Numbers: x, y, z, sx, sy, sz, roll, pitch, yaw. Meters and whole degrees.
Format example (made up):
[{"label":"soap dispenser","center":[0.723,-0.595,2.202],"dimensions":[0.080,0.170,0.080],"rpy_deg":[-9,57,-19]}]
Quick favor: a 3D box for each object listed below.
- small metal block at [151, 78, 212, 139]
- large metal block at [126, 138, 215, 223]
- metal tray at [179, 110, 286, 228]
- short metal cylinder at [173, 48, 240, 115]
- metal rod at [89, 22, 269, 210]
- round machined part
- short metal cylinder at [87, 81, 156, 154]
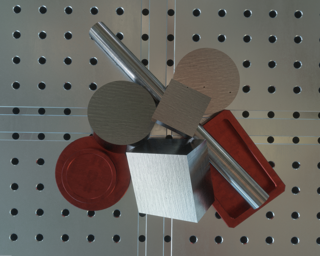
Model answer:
[{"label":"small metal block","center":[0.024,-0.021,0.357],"dimensions":[0.050,0.025,0.050],"rpy_deg":[26,82,0]},{"label":"large metal block","center":[0.014,0.059,0.371],"dimensions":[0.080,0.050,0.079],"rpy_deg":[-1,107,33]},{"label":"metal tray","center":[0.088,0.052,0.408],"dimensions":[0.090,0.030,0.130],"rpy_deg":[-36,90,0]},{"label":"short metal cylinder","center":[0.056,-0.057,0.398],"dimensions":[0.081,0.050,0.079],"rpy_deg":[0,90,0]},{"label":"metal rod","center":[0.017,-0.022,0.385],"dimensions":[0.025,0.025,0.300],"rpy_deg":[-43,81,0]},{"label":"round machined part","center":[-0.087,0.059,0.400],"dimensions":[0.099,0.042,0.097],"rpy_deg":[0,90,0]},{"label":"short metal cylinder","center":[-0.047,-0.012,0.386],"dimensions":[0.081,0.050,0.080],"rpy_deg":[2,73,-8]}]
